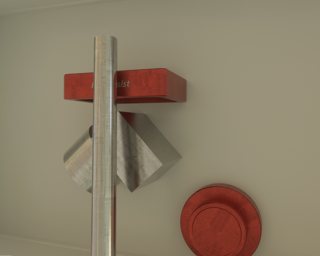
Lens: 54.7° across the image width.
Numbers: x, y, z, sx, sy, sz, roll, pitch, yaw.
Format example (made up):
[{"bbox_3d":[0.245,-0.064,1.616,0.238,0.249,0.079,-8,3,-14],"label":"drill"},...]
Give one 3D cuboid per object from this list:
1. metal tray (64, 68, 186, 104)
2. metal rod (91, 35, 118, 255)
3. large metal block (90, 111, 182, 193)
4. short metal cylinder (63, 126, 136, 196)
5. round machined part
[{"bbox_3d":[-0.041,-0.049,0.389,0.130,0.090,0.030,0,90,19],"label":"metal tray"},{"bbox_3d":[-0.057,0.052,0.319,0.025,0.025,0.298,-3,83,19],"label":"metal rod"},{"bbox_3d":[-0.026,0.027,0.390,0.050,0.080,0.080,-44,77,15],"label":"large metal block"},{"bbox_3d":[-0.078,0.042,0.407,0.050,0.080,0.080,-44,77,15],"label":"short metal cylinder"},{"bbox_3d":[0.072,0.119,0.376,0.098,0.042,0.097,0,90,19],"label":"round machined part"}]
